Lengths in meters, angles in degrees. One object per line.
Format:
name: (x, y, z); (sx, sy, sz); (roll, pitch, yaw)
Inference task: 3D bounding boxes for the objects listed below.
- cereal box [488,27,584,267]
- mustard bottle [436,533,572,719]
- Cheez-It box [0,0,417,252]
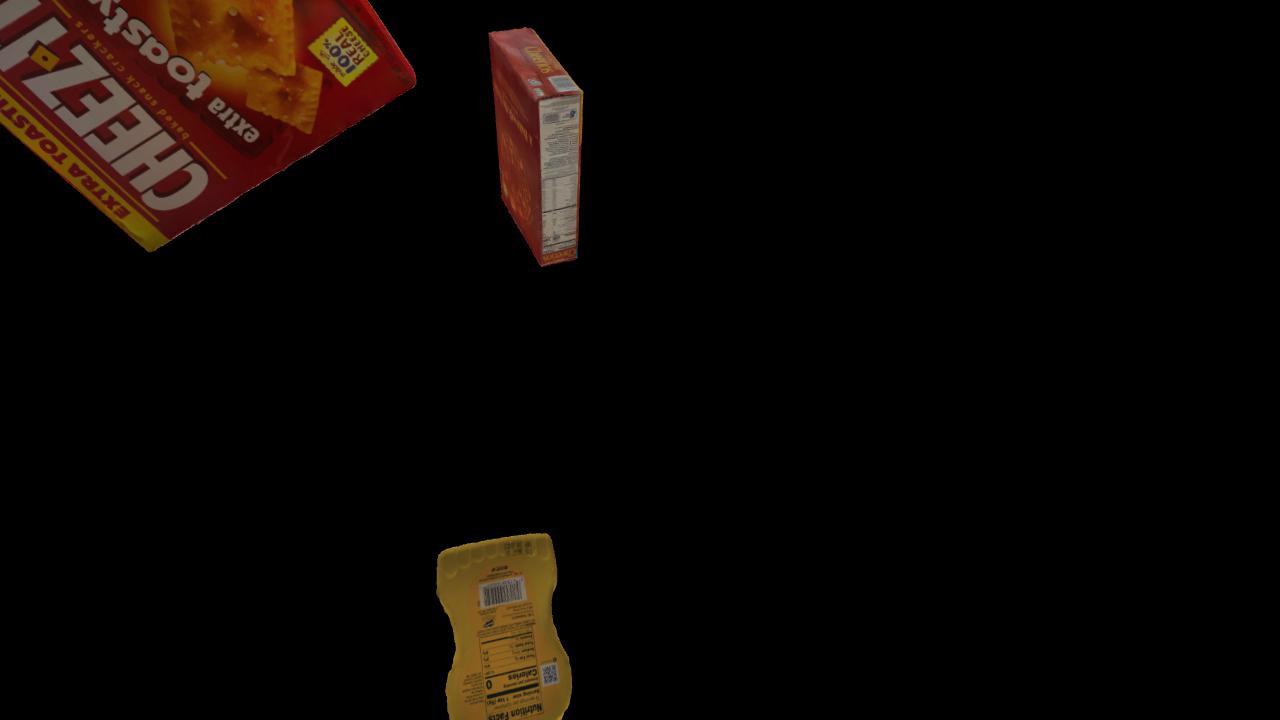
cereal box: (-0.165, -0.329, 0.984); (0.081, 0.203, 0.306); (-19, -34, -20)
mustard bottle: (-0.096, 0.227, 0.450); (0.092, 0.184, 0.054); (-2, -27, -24)
Cheez-It box: (-0.288, -0.201, 0.397); (0.223, 0.166, 0.071); (-33, 34, -1)
